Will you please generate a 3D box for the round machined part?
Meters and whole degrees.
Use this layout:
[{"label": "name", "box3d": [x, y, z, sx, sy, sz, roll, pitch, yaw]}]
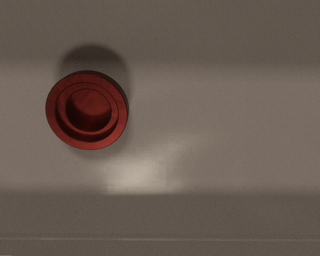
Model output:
[{"label": "round machined part", "box3d": [-0.088, -0.025, 0.392, 0.099, 0.042, 0.097, 0, 110, -1]}]
